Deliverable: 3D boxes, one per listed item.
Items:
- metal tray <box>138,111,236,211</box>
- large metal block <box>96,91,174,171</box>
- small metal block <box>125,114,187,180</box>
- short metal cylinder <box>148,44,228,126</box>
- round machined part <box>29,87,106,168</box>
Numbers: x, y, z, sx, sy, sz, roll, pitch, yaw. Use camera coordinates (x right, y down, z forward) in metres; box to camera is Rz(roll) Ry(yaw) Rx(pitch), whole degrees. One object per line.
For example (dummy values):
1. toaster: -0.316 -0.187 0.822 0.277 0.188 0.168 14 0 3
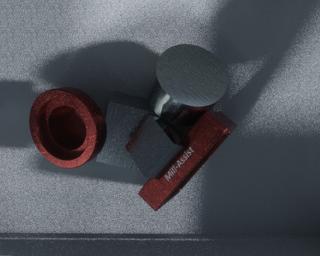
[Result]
1. metal tray: 0.037 0.038 0.388 0.030 0.090 0.129 42 106 14
2. large metal block: -0.030 0.006 0.398 0.081 0.050 0.079 14 109 -6
3. small metal block: -0.006 0.022 0.349 0.025 0.050 0.050 20 114 -49
4. short metal cylinder: 0.030 -0.048 0.356 0.080 0.080 0.050 15 153 -6
5. round machined part: -0.109 -0.003 0.386 0.098 0.042 0.097 6 106 21
